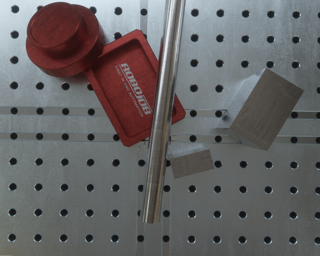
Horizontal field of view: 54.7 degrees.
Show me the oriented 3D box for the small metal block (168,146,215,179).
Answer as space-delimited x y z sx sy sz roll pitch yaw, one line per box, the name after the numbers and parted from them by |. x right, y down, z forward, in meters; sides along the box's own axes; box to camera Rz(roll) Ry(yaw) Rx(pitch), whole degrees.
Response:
0.039 0.044 0.401 0.050 0.050 0.025 -15 90 0 | small metal block

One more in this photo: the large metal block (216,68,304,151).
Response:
0.120 -0.021 0.388 0.050 0.080 0.080 31 90 -1 | large metal block

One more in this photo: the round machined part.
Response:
-0.123 -0.116 0.386 0.098 0.042 0.098 -4 69 10 | round machined part

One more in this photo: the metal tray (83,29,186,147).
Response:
-0.035 -0.051 0.410 0.090 0.030 0.130 -28 90 -1 | metal tray

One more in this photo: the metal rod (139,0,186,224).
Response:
0.005 -0.034 0.382 0.025 0.025 0.298 7 90 -1 | metal rod
